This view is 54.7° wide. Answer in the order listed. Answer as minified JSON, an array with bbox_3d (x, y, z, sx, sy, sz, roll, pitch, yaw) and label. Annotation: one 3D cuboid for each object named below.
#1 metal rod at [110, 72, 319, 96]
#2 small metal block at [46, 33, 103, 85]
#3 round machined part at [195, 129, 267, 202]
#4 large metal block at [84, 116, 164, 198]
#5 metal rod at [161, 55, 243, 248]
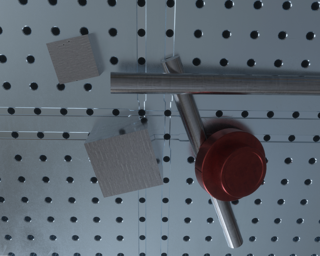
[{"bbox_3d":[0.093,-0.053,0.376,0.302,0.025,0.025,0,110,-8],"label":"metal rod"},{"bbox_3d":[-0.103,-0.085,0.381,0.050,0.025,0.050,-12,110,4],"label":"small metal block"},{"bbox_3d":[0.099,0.052,0.408,0.099,0.042,0.097,-5,104,-20],"label":"round machined part"},{"bbox_3d":[-0.045,0.038,0.413,0.080,0.050,0.080,-13,110,4],"label":"large metal block"},{"bbox_3d":[0.064,0.046,0.431,0.025,0.025,0.298,-19,109,6],"label":"metal rod"}]
